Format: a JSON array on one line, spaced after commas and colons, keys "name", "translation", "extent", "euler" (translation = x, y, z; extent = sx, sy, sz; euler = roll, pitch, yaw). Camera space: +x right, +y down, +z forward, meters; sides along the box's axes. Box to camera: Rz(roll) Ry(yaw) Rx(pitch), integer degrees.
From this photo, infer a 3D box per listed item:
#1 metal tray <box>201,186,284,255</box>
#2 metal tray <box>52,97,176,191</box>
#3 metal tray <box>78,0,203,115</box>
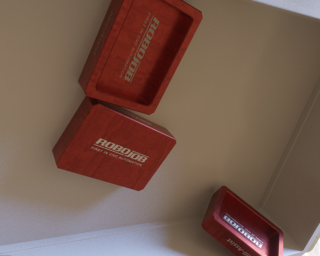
[{"name": "metal tray", "translation": [0.136, 0.163, 0.498], "extent": [0.130, 0.090, 0.030], "euler": [38, 121, 3]}, {"name": "metal tray", "translation": [-0.053, 0.023, 0.391], "extent": [0.131, 0.030, 0.090], "euler": [26, 104, -37]}, {"name": "metal tray", "translation": [-0.022, -0.086, 0.339], "extent": [0.091, 0.030, 0.129], "euler": [16, 110, -35]}]
